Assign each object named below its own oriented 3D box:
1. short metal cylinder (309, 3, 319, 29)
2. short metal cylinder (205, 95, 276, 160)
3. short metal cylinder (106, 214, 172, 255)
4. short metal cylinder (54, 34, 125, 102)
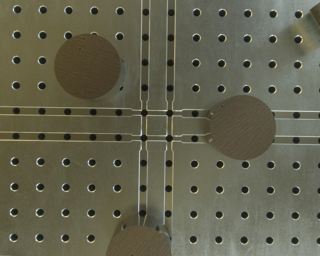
[{"bbox_3d":[0.239,-0.150,0.387,0.080,0.080,0.050,-31,90,0],"label":"short metal cylinder"},{"bbox_3d":[0.101,-0.001,0.402,0.081,0.050,0.079,0,90,0],"label":"short metal cylinder"},{"bbox_3d":[-0.026,0.158,0.401,0.081,0.050,0.079,0,90,0],"label":"short metal cylinder"},{"bbox_3d":[-0.088,-0.075,0.400,0.081,0.050,0.079,0,90,0],"label":"short metal cylinder"}]
